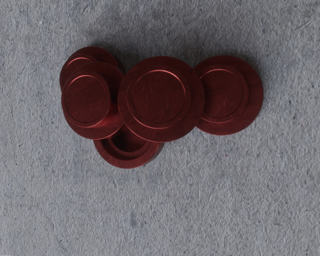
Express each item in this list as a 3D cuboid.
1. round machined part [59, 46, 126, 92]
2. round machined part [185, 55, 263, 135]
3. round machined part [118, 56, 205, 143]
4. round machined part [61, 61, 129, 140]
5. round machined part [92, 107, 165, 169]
[{"bbox_3d":[-0.100,-0.066,0.434,0.098,0.042,0.097,0,90,19],"label":"round machined part"},{"bbox_3d":[0.073,-0.040,0.374,0.098,0.042,0.097,0,90,19],"label":"round machined part"},{"bbox_3d":[0.001,-0.033,0.345,0.099,0.042,0.097,0,89,6],"label":"round machined part"},{"bbox_3d":[-0.081,-0.034,0.384,0.098,0.042,0.097,0,90,19],"label":"round machined part"},{"bbox_3d":[-0.037,0.003,0.413,0.098,0.042,0.097,0,90,19],"label":"round machined part"}]
